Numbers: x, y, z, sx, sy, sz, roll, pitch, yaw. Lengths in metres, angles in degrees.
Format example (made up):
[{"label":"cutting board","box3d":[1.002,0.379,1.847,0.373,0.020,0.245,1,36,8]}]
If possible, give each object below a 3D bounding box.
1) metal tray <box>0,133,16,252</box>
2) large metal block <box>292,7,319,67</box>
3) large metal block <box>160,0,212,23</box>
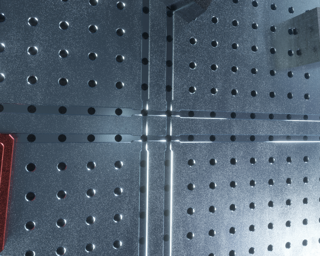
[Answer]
[{"label":"metal tray","box3d":[-0.210,0.068,0.332,0.091,0.030,0.129,5,88,-20]},{"label":"large metal block","box3d":[0.265,-0.144,0.497,0.081,0.050,0.080,-7,93,-20]},{"label":"large metal block","box3d":[0.037,-0.204,0.412,0.080,0.050,0.080,32,80,-17]}]
